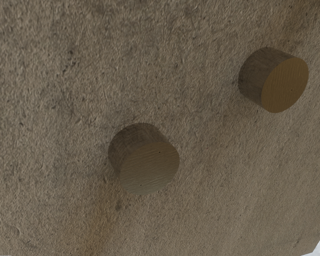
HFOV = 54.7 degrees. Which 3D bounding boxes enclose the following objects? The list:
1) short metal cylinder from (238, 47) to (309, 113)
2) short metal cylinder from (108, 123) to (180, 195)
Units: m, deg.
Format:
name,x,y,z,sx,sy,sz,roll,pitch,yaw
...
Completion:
name,x,y,z,sx,sy,sz,roll,pitch,yaw
short metal cylinder,0.158,-0.068,0.435,0.081,0.050,0.079,-14,124,-21
short metal cylinder,-0.022,0.040,0.403,0.081,0.050,0.079,-14,124,-21
